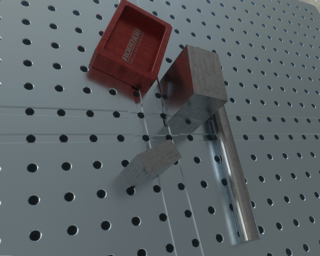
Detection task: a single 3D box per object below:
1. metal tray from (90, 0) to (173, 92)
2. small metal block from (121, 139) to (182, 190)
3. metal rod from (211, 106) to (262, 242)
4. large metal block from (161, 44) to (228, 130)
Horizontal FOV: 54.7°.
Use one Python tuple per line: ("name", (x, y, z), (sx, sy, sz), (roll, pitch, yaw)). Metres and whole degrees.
("metal tray", (-0.038, -0.126, 0.462), (0.090, 0.030, 0.130), (25, 53, -13))
("small metal block", (-0.010, 0.043, 0.362), (0.050, 0.050, 0.025), (-24, 75, -37))
("metal rod", (0.093, 0.009, 0.454), (0.025, 0.025, 0.299), (6, 59, -26))
("large metal block", (0.044, -0.054, 0.431), (0.050, 0.080, 0.080), (10, 58, -24))
